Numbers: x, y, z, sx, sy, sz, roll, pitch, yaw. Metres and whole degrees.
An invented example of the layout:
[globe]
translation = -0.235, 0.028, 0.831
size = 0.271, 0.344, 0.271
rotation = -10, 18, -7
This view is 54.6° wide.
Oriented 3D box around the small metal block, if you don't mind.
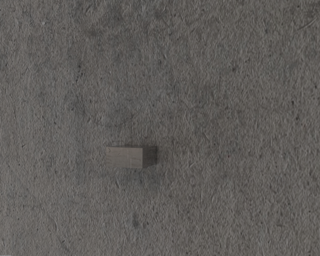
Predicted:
[small metal block]
translation = -0.036, 0.037, 0.409
size = 0.050, 0.050, 0.025
rotation = 0, 90, 20
